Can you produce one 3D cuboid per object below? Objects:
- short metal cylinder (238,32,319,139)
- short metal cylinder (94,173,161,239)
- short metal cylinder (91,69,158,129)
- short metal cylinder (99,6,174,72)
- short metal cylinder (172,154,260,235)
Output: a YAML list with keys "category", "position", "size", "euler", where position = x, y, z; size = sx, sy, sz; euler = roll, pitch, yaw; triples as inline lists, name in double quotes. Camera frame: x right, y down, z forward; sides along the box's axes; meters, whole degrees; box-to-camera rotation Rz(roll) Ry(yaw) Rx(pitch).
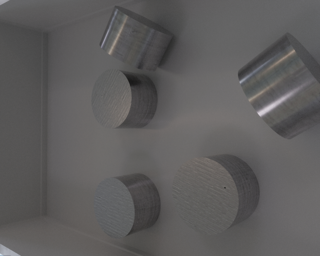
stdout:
- category: "short metal cylinder"
  position: [0.116, -0.037, 0.275]
  size: [0.050, 0.081, 0.080]
  euler: [-39, 66, 33]
- category: "short metal cylinder"
  position: [-0.046, 0.106, 0.429]
  size: [0.080, 0.050, 0.080]
  euler: [0, 90, 40]
- category: "short metal cylinder"
  position: [-0.050, -0.039, 0.432]
  size: [0.080, 0.050, 0.080]
  euler: [0, 90, 40]
- category: "short metal cylinder"
  position: [-0.030, -0.114, 0.396]
  size: [0.080, 0.081, 0.050]
  euler: [42, 116, 32]
- category: "short metal cylinder"
  position: [0.061, 0.070, 0.341]
  size: [0.080, 0.050, 0.080]
  euler: [0, 90, 40]
